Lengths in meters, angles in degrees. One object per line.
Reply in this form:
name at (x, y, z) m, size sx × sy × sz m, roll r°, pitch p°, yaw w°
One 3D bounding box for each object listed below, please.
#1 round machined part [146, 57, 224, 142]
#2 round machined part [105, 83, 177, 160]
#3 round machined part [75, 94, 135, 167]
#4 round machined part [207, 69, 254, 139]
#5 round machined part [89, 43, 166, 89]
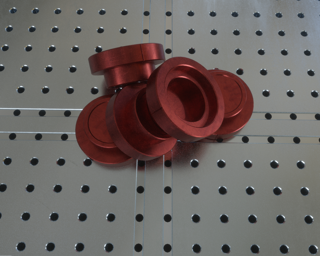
round machined part at (0.025, -0.030, 0.363) m, size 0.099 × 0.042 × 0.098 m, roll 14°, pitch 65°, yaw -31°
round machined part at (-0.013, -0.012, 0.382) m, size 0.099 × 0.042 × 0.098 m, roll 17°, pitch 61°, yaw -33°
round machined part at (-0.061, -0.001, 0.402) m, size 0.099 × 0.042 × 0.098 m, roll 0°, pitch 70°, yaw -1°
round machined part at (0.077, -0.037, 0.417) m, size 0.099 × 0.042 × 0.098 m, roll 0°, pitch 70°, yaw -1°
round machined part at (-0.040, -0.078, 0.406) m, size 0.099 × 0.098 × 0.042 m, roll -12°, pitch 96°, yaw -5°
